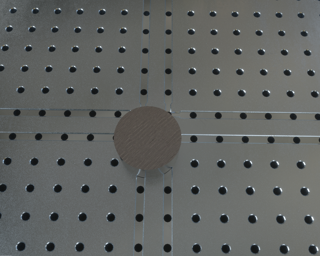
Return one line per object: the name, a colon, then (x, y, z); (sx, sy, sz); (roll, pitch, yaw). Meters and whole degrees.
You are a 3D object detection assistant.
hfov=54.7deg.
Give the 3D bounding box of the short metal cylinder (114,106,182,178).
short metal cylinder: (-0.015, 0.019, 0.391); (0.081, 0.050, 0.080); (0, 70, 0)
